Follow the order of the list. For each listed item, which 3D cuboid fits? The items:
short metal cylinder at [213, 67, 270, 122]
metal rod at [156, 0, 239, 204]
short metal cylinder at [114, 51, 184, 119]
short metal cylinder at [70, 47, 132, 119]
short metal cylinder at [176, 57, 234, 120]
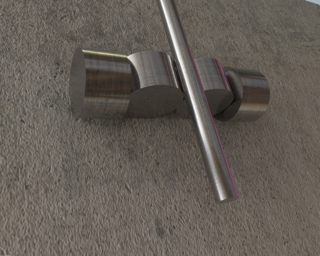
[{"bbox_3d":[0.115,-0.049,0.461,0.050,0.080,0.080,1,62,-28],"label":"short metal cylinder"},{"bbox_3d":[0.038,-0.057,0.381,0.025,0.025,0.299,1,61,-28],"label":"metal rod"},{"bbox_3d":[-0.015,-0.052,0.394,0.081,0.080,0.050,1,62,-28],"label":"short metal cylinder"},{"bbox_3d":[-0.072,-0.051,0.362,0.050,0.080,0.080,1,62,-28],"label":"short metal cylinder"},{"bbox_3d":[0.056,-0.053,0.431,0.081,0.080,0.050,1,62,-28],"label":"short metal cylinder"}]
